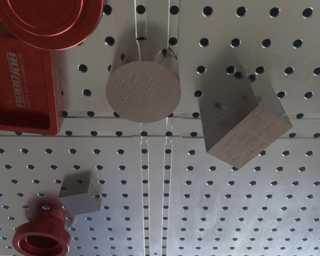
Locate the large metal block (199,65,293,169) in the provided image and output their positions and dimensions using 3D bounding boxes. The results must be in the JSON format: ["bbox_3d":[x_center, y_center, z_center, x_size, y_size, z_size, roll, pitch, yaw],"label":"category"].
[{"bbox_3d":[0.095,-0.013,0.366,0.050,0.080,0.080,28,125,-22],"label":"large metal block"}]

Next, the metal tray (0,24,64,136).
[{"bbox_3d":[-0.165,-0.052,0.362,0.091,0.030,0.129,6,130,-6],"label":"metal tray"}]

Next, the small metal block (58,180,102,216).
[{"bbox_3d":[-0.130,0.116,0.509,0.050,0.025,0.050,-12,129,10],"label":"small metal block"}]

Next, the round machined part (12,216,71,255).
[{"bbox_3d":[-0.212,0.198,0.567,0.099,0.042,0.097,0,130,0],"label":"round machined part"}]

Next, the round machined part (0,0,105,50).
[{"bbox_3d":[-0.101,-0.119,0.279,0.099,0.042,0.097,-2,112,-5],"label":"round machined part"}]

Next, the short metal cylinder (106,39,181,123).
[{"bbox_3d":[-0.018,-0.052,0.351,0.081,0.050,0.079,0,130,0],"label":"short metal cylinder"}]
